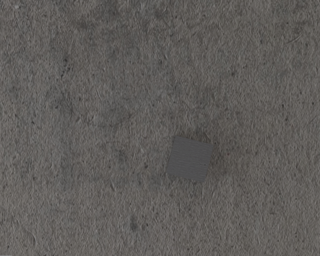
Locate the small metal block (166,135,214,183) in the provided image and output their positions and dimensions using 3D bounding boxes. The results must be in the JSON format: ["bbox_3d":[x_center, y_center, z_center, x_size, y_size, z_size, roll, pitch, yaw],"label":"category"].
[{"bbox_3d":[0.039,0.040,0.410,0.050,0.025,0.050,14,90,0],"label":"small metal block"}]
